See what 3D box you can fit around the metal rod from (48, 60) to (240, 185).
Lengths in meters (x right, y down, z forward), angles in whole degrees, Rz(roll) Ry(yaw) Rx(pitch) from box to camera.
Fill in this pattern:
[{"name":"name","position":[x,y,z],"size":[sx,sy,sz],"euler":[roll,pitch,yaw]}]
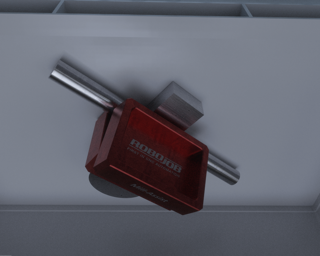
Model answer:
[{"name":"metal rod","position":[-0.003,0.005,0.413],"size":[0.301,0.025,0.025],"euler":[32,123,-25]}]

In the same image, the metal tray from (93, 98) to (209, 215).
[{"name":"metal tray","position":[-0.003,0.035,0.361],"size":[0.131,0.090,0.030],"euler":[32,140,-25]}]

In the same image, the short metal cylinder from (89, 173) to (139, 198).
[{"name":"short metal cylinder","position":[-0.052,0.055,0.429],"size":[0.080,0.050,0.080],"euler":[4,137,4]}]

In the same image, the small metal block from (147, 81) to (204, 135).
[{"name":"small metal block","position":[0.018,-0.022,0.389],"size":[0.050,0.025,0.050],"euler":[33,122,-26]}]

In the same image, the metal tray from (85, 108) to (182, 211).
[{"name":"metal tray","position":[-0.025,0.040,0.399],"size":[0.131,0.090,0.030],"euler":[32,123,-25]}]
